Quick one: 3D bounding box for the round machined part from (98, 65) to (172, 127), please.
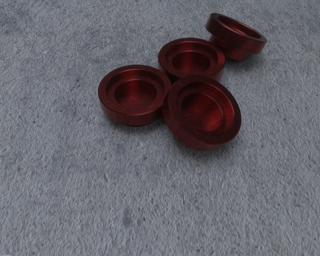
[{"bbox_3d":[-0.033,-0.040,0.426,0.099,0.042,0.098,0,50,0],"label":"round machined part"}]

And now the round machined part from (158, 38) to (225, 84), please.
[{"bbox_3d":[0.046,-0.091,0.469,0.099,0.042,0.098,0,50,0],"label":"round machined part"}]

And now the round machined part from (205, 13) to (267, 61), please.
[{"bbox_3d":[0.117,-0.142,0.496,0.099,0.042,0.098,18,32,-12],"label":"round machined part"}]

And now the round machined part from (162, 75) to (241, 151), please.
[{"bbox_3d":[0.049,-0.015,0.391,0.099,0.042,0.098,10,60,-17],"label":"round machined part"}]
